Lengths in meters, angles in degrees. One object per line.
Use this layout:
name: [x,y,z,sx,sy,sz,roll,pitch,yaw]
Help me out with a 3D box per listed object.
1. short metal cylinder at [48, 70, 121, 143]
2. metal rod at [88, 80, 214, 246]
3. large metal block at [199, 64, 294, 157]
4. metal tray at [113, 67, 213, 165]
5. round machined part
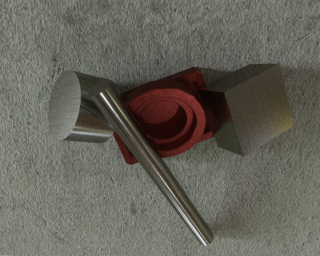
short metal cylinder: [-0.090,-0.023,0.365,0.050,0.080,0.079,8,115,-42]
metal rod: [0.005,0.065,0.388,0.025,0.025,0.299,-26,126,9]
large metal block: [0.104,-0.024,0.372,0.081,0.050,0.080,-28,110,-18]
metal tray: [0.002,-0.015,0.403,0.131,0.030,0.090,-19,109,6]
round machined part: [0.003,-0.014,0.371,0.099,0.042,0.097,-3,126,-4]
